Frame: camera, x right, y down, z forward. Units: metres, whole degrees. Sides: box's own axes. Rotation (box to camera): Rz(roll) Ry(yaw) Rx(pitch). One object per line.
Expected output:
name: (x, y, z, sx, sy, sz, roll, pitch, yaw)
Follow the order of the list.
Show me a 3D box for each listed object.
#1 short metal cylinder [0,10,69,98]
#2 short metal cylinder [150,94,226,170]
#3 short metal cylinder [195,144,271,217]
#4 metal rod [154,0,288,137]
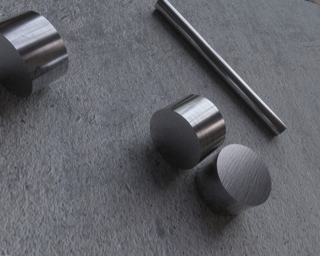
short metal cylinder: (-0.148, -0.080, 0.338, 0.080, 0.080, 0.050, 43, 51, 1)
short metal cylinder: (0.033, 0.004, 0.384, 0.050, 0.080, 0.080, -31, 79, -38)
short metal cylinder: (0.093, 0.067, 0.397, 0.081, 0.050, 0.080, 14, 56, -21)
metal rod: (0.099, -0.105, 0.521, 0.300, 0.025, 0.025, 48, 51, 6)
